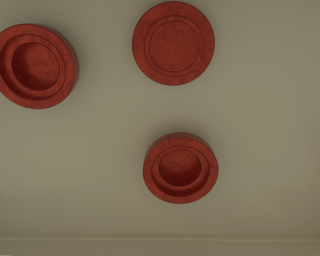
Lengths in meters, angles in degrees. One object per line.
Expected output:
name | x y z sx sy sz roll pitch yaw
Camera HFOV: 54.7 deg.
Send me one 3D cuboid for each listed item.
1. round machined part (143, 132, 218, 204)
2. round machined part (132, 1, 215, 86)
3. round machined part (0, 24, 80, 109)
round machined part | 0.027 0.050 0.421 0.099 0.042 0.097 0 110 -1
round machined part | 0.016 -0.098 0.366 0.099 0.042 0.097 0 110 -1
round machined part | -0.146 -0.075 0.373 0.099 0.042 0.097 0 110 -1
